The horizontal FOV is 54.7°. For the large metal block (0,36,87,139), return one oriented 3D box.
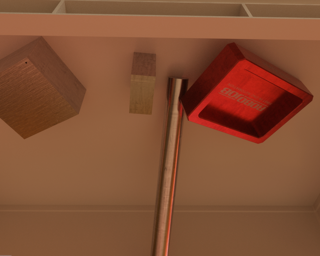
[{"bbox_3d":[-0.145,-0.044,0.353,0.080,0.050,0.080,-22,127,17],"label":"large metal block"}]

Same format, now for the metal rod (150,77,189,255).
[{"bbox_3d":[0.008,0.084,0.402,0.025,0.025,0.298,4,106,-4],"label":"metal rod"}]

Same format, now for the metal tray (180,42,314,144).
[{"bbox_3d":[0.101,-0.033,0.357,0.131,0.030,0.090,17,129,-33],"label":"metal tray"}]

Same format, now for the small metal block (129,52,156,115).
[{"bbox_3d":[-0.019,-0.051,0.349,0.025,0.050,0.050,4,130,-4],"label":"small metal block"}]
